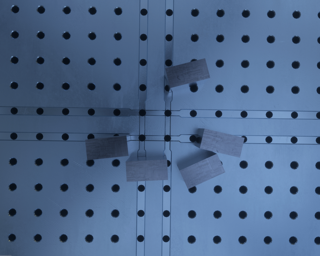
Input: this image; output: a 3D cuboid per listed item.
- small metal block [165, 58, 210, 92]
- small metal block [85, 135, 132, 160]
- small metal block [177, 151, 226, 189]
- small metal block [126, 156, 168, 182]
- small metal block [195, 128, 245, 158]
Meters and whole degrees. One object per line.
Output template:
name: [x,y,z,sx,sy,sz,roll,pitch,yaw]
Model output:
small metal block: [0.034,-0.067,0.401,0.050,0.050,0.025,-14,90,0]
small metal block: [-0.065,0.024,0.400,0.050,0.050,0.025,-6,90,-1]
small metal block: [0.052,0.053,0.402,0.050,0.050,0.025,-24,90,0]
small metal block: [-0.016,0.052,0.401,0.050,0.050,0.025,-3,90,-1]
small metal block: [0.076,0.018,0.402,0.050,0.050,0.025,13,90,-1]
